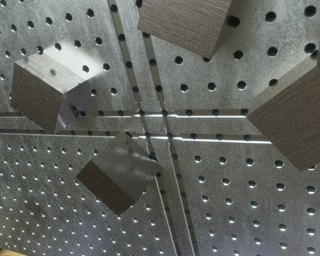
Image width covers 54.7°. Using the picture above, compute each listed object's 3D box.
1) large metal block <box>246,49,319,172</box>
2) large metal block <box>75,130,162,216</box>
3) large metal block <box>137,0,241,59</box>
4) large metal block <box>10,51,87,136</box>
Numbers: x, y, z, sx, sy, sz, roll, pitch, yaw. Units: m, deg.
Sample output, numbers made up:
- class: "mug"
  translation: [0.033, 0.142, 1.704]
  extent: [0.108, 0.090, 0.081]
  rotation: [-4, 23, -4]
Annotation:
- class: "large metal block"
  translation: [0.148, -0.016, 0.307]
  extent: [0.080, 0.050, 0.080]
  rotation: [45, 129, -3]
- class: "large metal block"
  translation: [-0.057, 0.062, 0.442]
  extent: [0.080, 0.080, 0.050]
  rotation: [44, 129, -3]
- class: "large metal block"
  translation: [0.032, -0.125, 0.300]
  extent: [0.080, 0.050, 0.079]
  rotation: [26, 127, 11]
- class: "large metal block"
  translation: [-0.163, -0.050, 0.448]
  extent: [0.080, 0.050, 0.079]
  rotation: [33, 129, 6]
